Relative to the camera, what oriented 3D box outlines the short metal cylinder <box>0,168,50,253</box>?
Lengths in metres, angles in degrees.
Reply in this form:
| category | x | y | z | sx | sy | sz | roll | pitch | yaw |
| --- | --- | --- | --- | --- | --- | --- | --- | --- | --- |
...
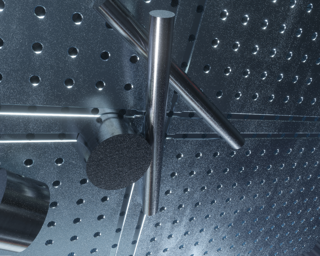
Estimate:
| category | x | y | z | sx | sy | sz | roll | pitch | yaw |
| --- | --- | --- | --- | --- | --- | --- | --- | --- | --- |
| short metal cylinder | -0.167 | 0.090 | 0.340 | 0.050 | 0.080 | 0.080 | 34 | 99 | -39 |

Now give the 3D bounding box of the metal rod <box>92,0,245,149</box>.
| category | x | y | z | sx | sy | sz | roll | pitch | yaw |
| --- | --- | --- | --- | --- | --- | --- | --- | --- | --- |
| metal rod | 0.033 | -0.052 | 0.397 | 0.025 | 0.025 | 0.301 | -47 | 129 | 5 |

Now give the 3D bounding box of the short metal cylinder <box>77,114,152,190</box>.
| category | x | y | z | sx | sy | sz | roll | pitch | yaw |
| --- | --- | --- | --- | --- | --- | --- | --- | --- | --- |
| short metal cylinder | -0.057 | 0.029 | 0.382 | 0.081 | 0.050 | 0.079 | -14 | 124 | -21 |

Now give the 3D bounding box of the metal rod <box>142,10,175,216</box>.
| category | x | y | z | sx | sy | sz | roll | pitch | yaw |
| --- | --- | --- | --- | --- | --- | --- | --- | --- | --- |
| metal rod | -0.007 | 0.007 | 0.391 | 0.025 | 0.025 | 0.298 | -13 | 130 | -21 |
